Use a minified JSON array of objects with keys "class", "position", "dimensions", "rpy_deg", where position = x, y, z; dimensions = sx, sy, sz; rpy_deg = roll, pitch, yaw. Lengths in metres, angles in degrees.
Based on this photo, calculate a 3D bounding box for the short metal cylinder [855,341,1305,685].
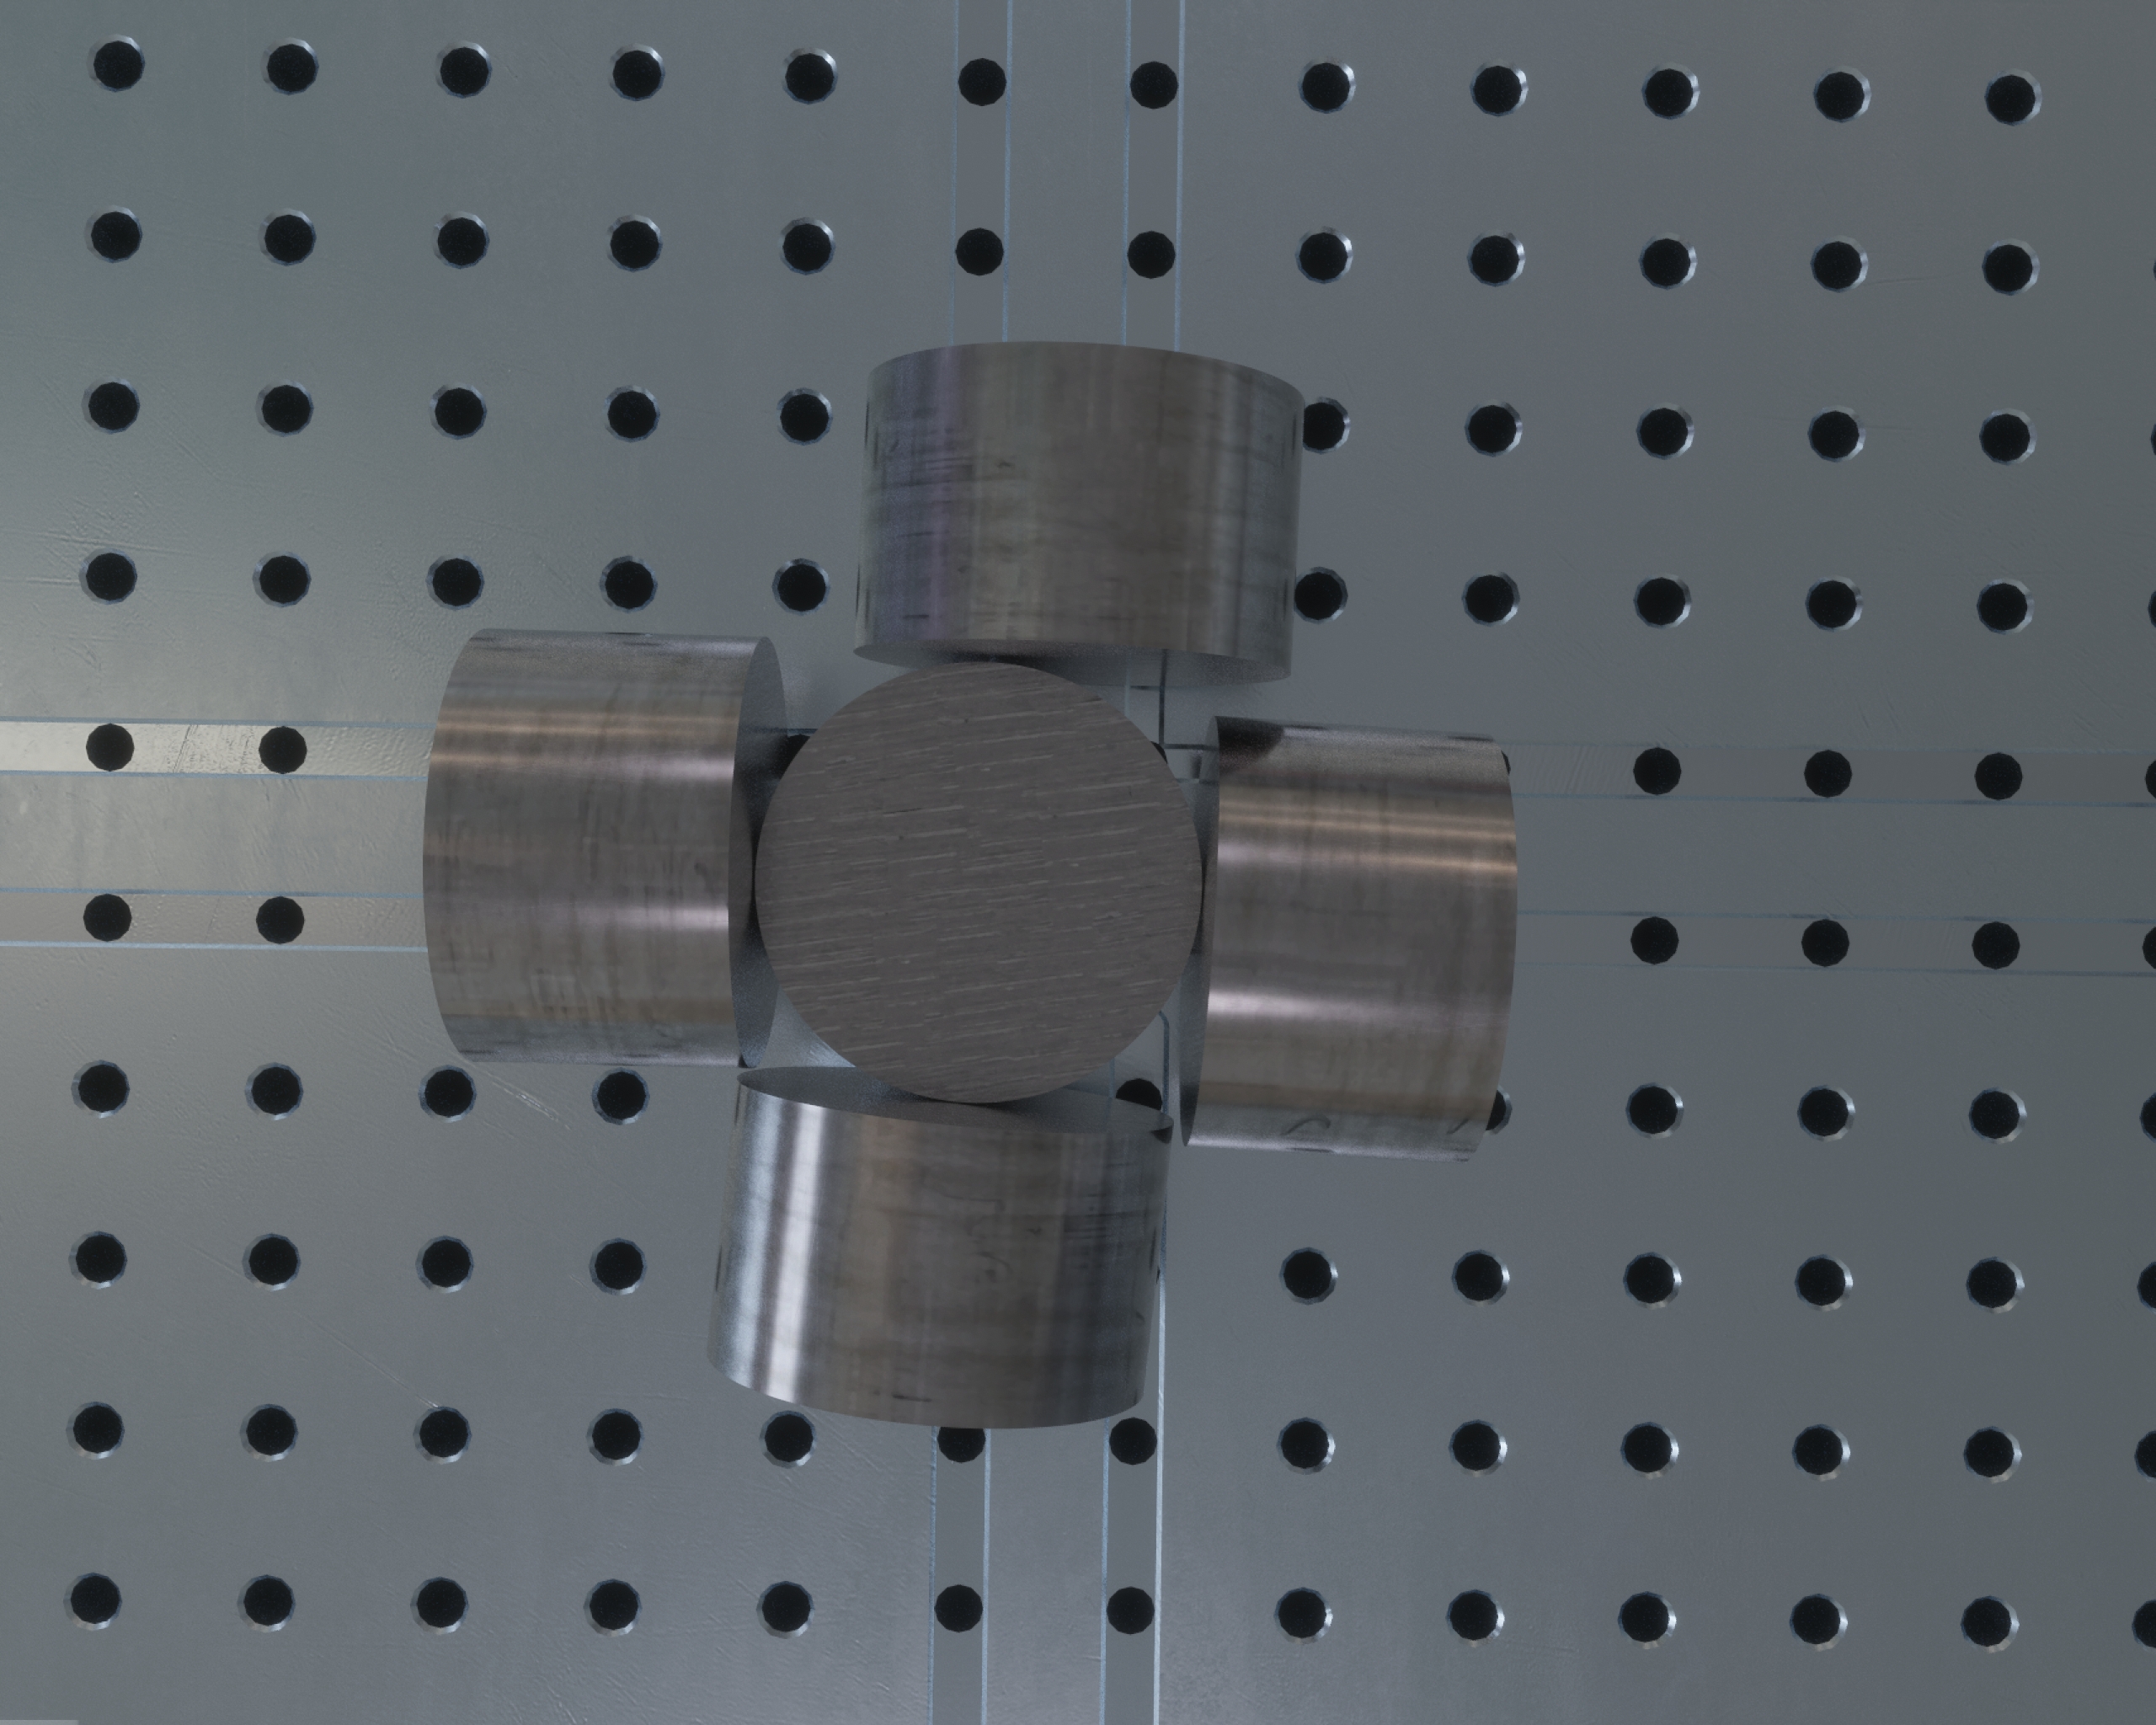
[{"class":"short metal cylinder","position":[0.000,-0.061,0.385],"dimensions":[0.081,0.080,0.050],"rpy_deg":[3,90,0]}]

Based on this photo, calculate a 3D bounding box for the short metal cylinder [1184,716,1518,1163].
[{"class":"short metal cylinder","position":[0.047,0.014,0.386],"dimensions":[0.050,0.080,0.080],"rpy_deg":[4,90,0]}]

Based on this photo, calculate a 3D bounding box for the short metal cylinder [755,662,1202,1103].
[{"class":"short metal cylinder","position":[-0.018,0.004,0.401],"dimensions":[0.081,0.050,0.080],"rpy_deg":[0,90,-2]}]

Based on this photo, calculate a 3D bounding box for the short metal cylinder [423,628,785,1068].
[{"class":"short metal cylinder","position":[-0.084,-0.003,0.385],"dimensions":[0.050,0.080,0.079],"rpy_deg":[2,90,-1]}]

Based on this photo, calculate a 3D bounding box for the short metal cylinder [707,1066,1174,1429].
[{"class":"short metal cylinder","position":[-0.025,0.068,0.384],"dimensions":[0.080,0.080,0.050],"rpy_deg":[6,90,0]}]
